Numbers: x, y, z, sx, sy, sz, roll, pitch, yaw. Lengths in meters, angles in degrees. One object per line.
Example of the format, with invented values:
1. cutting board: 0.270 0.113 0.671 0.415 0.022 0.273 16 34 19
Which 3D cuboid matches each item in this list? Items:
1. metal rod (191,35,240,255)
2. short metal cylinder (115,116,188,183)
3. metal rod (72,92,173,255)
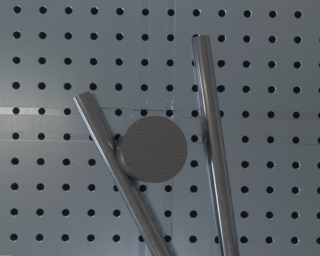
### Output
1. metal rod: 0.074 0.028 0.414 0.025 0.025 0.298 -8 90 0
2. short metal cylinder: -0.012 0.028 0.390 0.081 0.050 0.080 2 81 -17
3. metal rod: -0.037 0.090 0.413 0.025 0.025 0.299 -27 90 0
